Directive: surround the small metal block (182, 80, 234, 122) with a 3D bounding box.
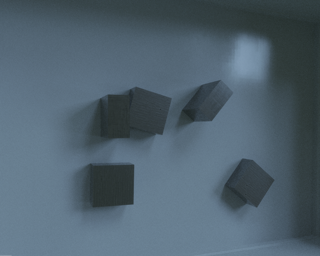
[{"bbox_3d":[0.064,-0.036,0.422,0.025,0.050,0.050,43,76,-16],"label":"small metal block"}]

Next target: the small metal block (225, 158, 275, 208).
[{"bbox_3d":[0.134,0.081,0.462,0.050,0.025,0.050,41,77,-16],"label":"small metal block"}]

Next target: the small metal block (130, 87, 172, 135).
[{"bbox_3d":[-0.018,-0.021,0.405,0.050,0.025,0.050,16,85,-20],"label":"small metal block"}]

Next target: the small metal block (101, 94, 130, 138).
[{"bbox_3d":[-0.056,-0.013,0.377,0.025,0.050,0.050,0,90,-20],"label":"small metal block"}]

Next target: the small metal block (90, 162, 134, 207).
[{"bbox_3d":[-0.060,0.070,0.389,0.050,0.025,0.050,1,90,-21],"label":"small metal block"}]
